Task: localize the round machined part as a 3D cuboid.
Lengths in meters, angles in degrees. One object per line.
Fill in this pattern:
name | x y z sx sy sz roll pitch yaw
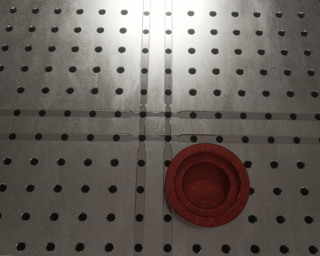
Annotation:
round machined part | 0.055 0.071 0.378 0.099 0.042 0.098 0 70 -1
